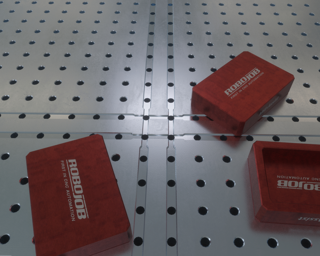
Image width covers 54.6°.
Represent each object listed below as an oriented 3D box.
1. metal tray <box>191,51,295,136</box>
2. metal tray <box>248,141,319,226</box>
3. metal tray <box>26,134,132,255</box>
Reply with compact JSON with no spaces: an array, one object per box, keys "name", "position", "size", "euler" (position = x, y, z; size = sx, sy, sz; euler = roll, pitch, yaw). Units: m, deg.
[{"name":"metal tray","position":[0.120,-0.055,0.452],"size":[0.131,0.030,0.090],"euler":[-37,59,-27]},{"name":"metal tray","position":[0.173,0.062,0.353],"size":[0.131,0.030,0.090],"euler":[4,50,3]},{"name":"metal tray","position":[-0.092,0.073,0.343],"size":[0.091,0.030,0.130],"euler":[-16,52,-13]}]
